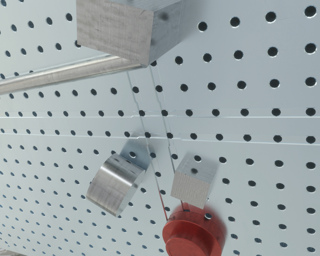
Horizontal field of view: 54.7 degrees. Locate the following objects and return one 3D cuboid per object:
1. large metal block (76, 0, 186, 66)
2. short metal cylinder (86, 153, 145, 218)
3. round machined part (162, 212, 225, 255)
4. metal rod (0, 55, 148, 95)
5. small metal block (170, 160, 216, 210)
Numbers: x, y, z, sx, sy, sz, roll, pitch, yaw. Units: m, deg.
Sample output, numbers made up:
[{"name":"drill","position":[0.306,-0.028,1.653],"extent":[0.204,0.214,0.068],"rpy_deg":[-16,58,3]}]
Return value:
[{"name":"large metal block","position":[-0.028,-0.111,0.320],"extent":[0.080,0.080,0.050],"rpy_deg":[20,126,16]},{"name":"short metal cylinder","position":[-0.064,0.084,0.460],"extent":[0.050,0.080,0.079],"rpy_deg":[30,128,9]},{"name":"round machined part","position":[0.048,0.183,0.487],"extent":[0.098,0.042,0.097],"rpy_deg":[13,124,20]},{"name":"metal rod","position":[-0.150,-0.074,0.441],"extent":[0.300,0.025,0.025],"rpy_deg":[-4,116,29]},{"name":"small metal block","position":[0.046,0.080,0.435],"extent":[0.050,0.025,0.050],"rpy_deg":[20,126,16]}]
